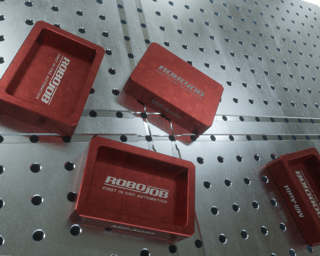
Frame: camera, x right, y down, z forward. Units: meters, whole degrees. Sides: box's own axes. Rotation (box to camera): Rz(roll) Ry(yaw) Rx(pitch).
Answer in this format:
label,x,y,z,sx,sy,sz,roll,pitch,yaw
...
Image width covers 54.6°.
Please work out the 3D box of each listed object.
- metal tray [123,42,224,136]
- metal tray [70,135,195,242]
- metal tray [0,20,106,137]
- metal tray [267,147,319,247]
label,x,y,z,sx,sy,sz,roll,pitch,yaw
metal tray,0.024,-0.058,0.453,0.130,0.030,0.090,31,52,-8
metal tray,-0.024,0.069,0.349,0.131,0.030,0.090,17,55,-18
metal tray,-0.127,-0.062,0.373,0.090,0.030,0.130,22,54,-15
metal tray,0.229,0.099,0.466,0.091,0.030,0.130,-9,66,-32
